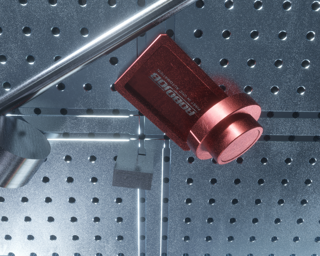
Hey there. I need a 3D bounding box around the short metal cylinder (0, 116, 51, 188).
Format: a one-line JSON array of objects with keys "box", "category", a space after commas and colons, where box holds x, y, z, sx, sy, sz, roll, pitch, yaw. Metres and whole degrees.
[{"box": [-0.189, 0.030, 0.392, 0.080, 0.080, 0.050, 36, 106, -13], "category": "short metal cylinder"}]

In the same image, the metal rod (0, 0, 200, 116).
[{"box": [-0.080, -0.094, 0.377, 0.301, 0.025, 0.025, -28, 108, 9], "category": "metal rod"}]

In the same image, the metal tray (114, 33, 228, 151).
[{"box": [0.020, -0.044, 0.394, 0.130, 0.030, 0.090, 42, 104, -14], "category": "metal tray"}]

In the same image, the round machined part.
[{"box": [0.085, 0.007, 0.378, 0.098, 0.098, 0.042, -44, 61, 14], "category": "round machined part"}]

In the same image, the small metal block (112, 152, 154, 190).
[{"box": [-0.036, 0.058, 0.421, 0.050, 0.050, 0.025, 7, 110, -3], "category": "small metal block"}]
